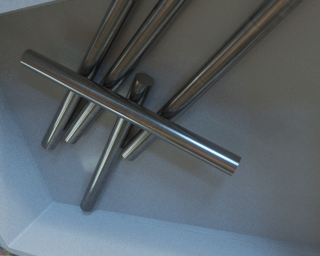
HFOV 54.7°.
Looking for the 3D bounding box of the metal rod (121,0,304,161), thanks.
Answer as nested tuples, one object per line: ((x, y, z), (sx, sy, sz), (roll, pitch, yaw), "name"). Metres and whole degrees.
((0.037, -0.043, 0.361), (0.025, 0.025, 0.299), (44, 129, -2), "metal rod")

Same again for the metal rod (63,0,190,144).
((-0.056, -0.065, 0.398), (0.025, 0.025, 0.299), (44, 129, -3), "metal rod")

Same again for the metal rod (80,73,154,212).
((-0.076, 0.041, 0.474), (0.025, 0.025, 0.298), (34, 129, 6), "metal rod")

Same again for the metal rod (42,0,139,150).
((-0.111, -0.059, 0.430), (0.025, 0.025, 0.298), (41, 129, 0), "metal rod")

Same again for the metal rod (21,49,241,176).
((-0.044, -0.024, 0.382), (0.301, 0.025, 0.025), (28, 128, 10), "metal rod")
